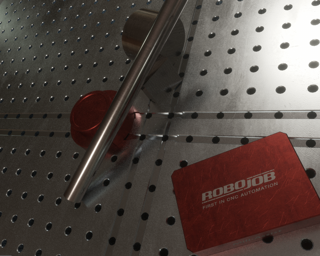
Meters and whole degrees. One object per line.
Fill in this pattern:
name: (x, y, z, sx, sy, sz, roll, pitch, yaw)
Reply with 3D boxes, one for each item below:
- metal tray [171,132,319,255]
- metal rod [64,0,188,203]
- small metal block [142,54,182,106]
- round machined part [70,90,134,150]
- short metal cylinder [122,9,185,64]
metal tray: (0.084, 0.068, 0.319, 0.130, 0.030, 0.090, -22, 53, 14)
metal rod: (-0.046, -0.038, 0.400, 0.025, 0.025, 0.299, 32, 96, 37)
small metal block: (-0.003, -0.068, 0.434, 0.050, 0.050, 0.025, -49, 52, -6)
round machined part: (-0.091, -0.016, 0.453, 0.098, 0.042, 0.098, -13, 56, 20)
short metal cylinder: (-0.009, -0.131, 0.456, 0.050, 0.080, 0.080, 29, 78, 37)
